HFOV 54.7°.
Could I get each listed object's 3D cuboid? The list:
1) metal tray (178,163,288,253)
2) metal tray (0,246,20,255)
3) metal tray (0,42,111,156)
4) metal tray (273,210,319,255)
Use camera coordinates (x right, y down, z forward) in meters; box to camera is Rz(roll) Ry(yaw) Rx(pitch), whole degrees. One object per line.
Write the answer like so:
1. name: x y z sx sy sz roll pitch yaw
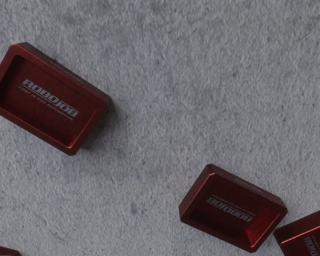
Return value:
1. metal tray: 0.105 0.119 0.452 0.131 0.030 0.089 27 108 -10
2. metal tray: -0.286 0.244 0.492 0.091 0.030 0.129 19 109 -7
3. metal tray: -0.141 -0.035 0.392 0.130 0.030 0.090 33 106 -12
4. metal tray: 0.246 0.198 0.483 0.090 0.030 0.130 -28 108 9
